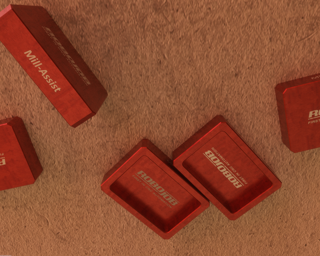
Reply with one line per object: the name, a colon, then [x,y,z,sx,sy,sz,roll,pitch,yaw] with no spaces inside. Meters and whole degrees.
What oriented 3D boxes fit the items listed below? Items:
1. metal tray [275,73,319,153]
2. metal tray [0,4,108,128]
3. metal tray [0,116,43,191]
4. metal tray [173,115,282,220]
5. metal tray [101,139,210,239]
metal tray: [0.223,-0.027,0.399,0.131,0.030,0.089,-14,110,5]
metal tray: [-0.115,-0.071,0.347,0.030,0.090,0.130,-32,107,11]
metal tray: [-0.240,0.043,0.421,0.131,0.030,0.089,-13,110,4]
metal tray: [0.092,0.057,0.428,0.090,0.030,0.130,-41,105,13]
metal tray: [-0.006,0.089,0.439,0.130,0.030,0.090,43,104,-14]
